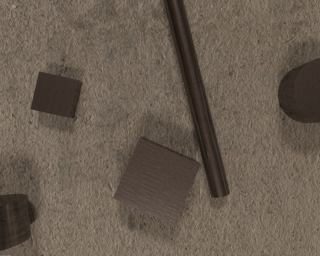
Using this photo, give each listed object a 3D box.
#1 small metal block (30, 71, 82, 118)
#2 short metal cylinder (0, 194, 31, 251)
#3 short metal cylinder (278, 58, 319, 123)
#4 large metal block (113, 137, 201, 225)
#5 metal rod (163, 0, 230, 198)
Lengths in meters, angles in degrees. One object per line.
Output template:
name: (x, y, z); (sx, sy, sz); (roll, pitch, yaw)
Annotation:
small metal block: (-0.136, -0.043, 0.408); (0.050, 0.025, 0.050); (13, 90, -1)
short metal cylinder: (-0.204, 0.115, 0.380); (0.081, 0.080, 0.050); (-6, 90, -1)
short metal cylinder: (0.202, -0.046, 0.400); (0.081, 0.050, 0.079); (0, 90, -1)
large metal block: (-0.004, 0.064, 0.398); (0.080, 0.050, 0.080); (24, 90, -1)
metal rod: (0.045, -0.056, 0.410); (0.025, 0.025, 0.298); (-14, 90, 0)
